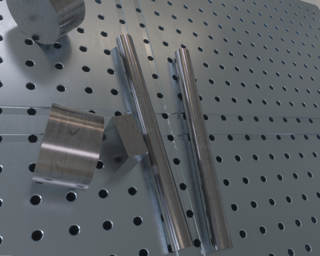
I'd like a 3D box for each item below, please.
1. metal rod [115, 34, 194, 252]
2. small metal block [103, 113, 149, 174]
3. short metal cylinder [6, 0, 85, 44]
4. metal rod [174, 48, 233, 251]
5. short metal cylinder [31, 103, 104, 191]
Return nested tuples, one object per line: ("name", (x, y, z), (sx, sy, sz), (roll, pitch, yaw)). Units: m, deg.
("metal rod", (-0.014, 0.001, 0.399), (0.025, 0.025, 0.299), (-3, 63, -30))
("small metal block", (-0.043, 0.019, 0.358), (0.025, 0.050, 0.050), (-13, 69, -34))
("short metal cylinder", (-0.143, -0.154, 0.390), (0.080, 0.080, 0.050), (38, 51, -3))
("metal rod", (0.054, 0.011, 0.430), (0.025, 0.025, 0.299), (6, 59, -25))
("short metal cylinder", (-0.093, 0.020, 0.311), (0.050, 0.080, 0.080), (15, 56, -20))
